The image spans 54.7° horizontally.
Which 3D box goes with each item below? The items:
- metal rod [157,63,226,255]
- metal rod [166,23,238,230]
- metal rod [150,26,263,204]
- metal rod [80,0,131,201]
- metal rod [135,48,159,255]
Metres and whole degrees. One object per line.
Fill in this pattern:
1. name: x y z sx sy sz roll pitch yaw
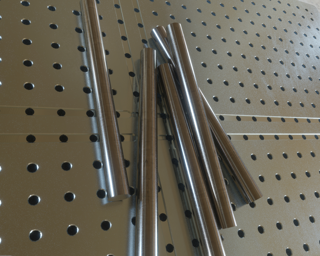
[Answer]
1. metal rod: 0.038 0.042 0.404 0.025 0.025 0.299 1 61 -28
2. metal rod: 0.052 -0.016 0.428 0.025 0.025 0.299 -2 69 -29
3. metal rod: 0.062 -0.030 0.461 0.025 0.025 0.299 -16 70 -35
4. metal rod: -0.076 -0.055 0.401 0.025 0.025 0.299 1 61 -28
5. metal rod: -0.016 0.015 0.391 0.025 0.025 0.299 13 56 -22
